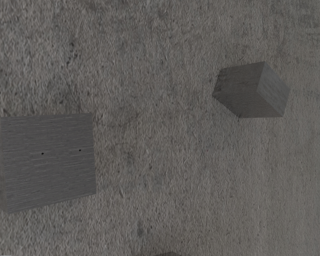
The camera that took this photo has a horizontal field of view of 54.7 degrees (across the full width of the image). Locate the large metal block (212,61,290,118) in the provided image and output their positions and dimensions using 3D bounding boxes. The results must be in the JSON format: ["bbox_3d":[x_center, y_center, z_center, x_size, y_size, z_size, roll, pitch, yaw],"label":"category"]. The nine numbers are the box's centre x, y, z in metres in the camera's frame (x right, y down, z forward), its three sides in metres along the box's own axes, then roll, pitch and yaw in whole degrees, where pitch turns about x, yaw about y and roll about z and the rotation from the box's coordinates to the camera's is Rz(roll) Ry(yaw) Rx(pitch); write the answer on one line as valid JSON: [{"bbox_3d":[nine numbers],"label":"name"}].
[{"bbox_3d":[0.144,-0.056,0.489,0.080,0.080,0.050,32,70,-36],"label":"large metal block"}]

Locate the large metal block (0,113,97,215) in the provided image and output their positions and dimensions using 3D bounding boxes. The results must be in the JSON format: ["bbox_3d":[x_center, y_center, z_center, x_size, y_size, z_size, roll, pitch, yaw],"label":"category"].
[{"bbox_3d":[-0.111,0.028,0.295,0.081,0.050,0.079,-5,94,-40],"label":"large metal block"}]

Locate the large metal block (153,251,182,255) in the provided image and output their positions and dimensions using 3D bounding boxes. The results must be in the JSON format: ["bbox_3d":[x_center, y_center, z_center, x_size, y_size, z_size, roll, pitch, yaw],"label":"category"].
[{"bbox_3d":[0.000,0.210,0.389,0.081,0.050,0.080,7,86,-40],"label":"large metal block"}]
